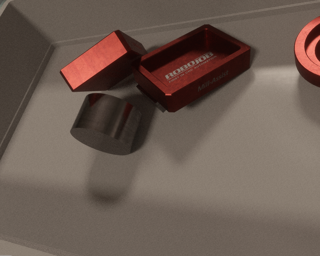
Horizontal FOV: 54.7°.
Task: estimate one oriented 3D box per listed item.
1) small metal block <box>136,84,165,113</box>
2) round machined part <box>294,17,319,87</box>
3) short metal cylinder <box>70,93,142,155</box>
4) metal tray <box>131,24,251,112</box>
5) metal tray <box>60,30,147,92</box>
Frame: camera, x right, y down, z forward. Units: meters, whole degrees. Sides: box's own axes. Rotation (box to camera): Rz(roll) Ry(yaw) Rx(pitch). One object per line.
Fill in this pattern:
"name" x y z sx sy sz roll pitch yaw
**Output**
"small metal block" 0.003 -0.058 0.438 0.050 0.025 0.050 -44 52 -3
"round machined part" 0.202 -0.080 0.338 0.098 0.042 0.098 -13 56 20
"short metal cylinder" -0.069 -0.003 0.407 0.080 0.080 0.050 4 64 30
"metal tray" 0.040 -0.083 0.405 0.131 0.030 0.090 -31 49 -16
"metal tray" -0.068 -0.087 0.429 0.090 0.130 0.030 -32 91 12
